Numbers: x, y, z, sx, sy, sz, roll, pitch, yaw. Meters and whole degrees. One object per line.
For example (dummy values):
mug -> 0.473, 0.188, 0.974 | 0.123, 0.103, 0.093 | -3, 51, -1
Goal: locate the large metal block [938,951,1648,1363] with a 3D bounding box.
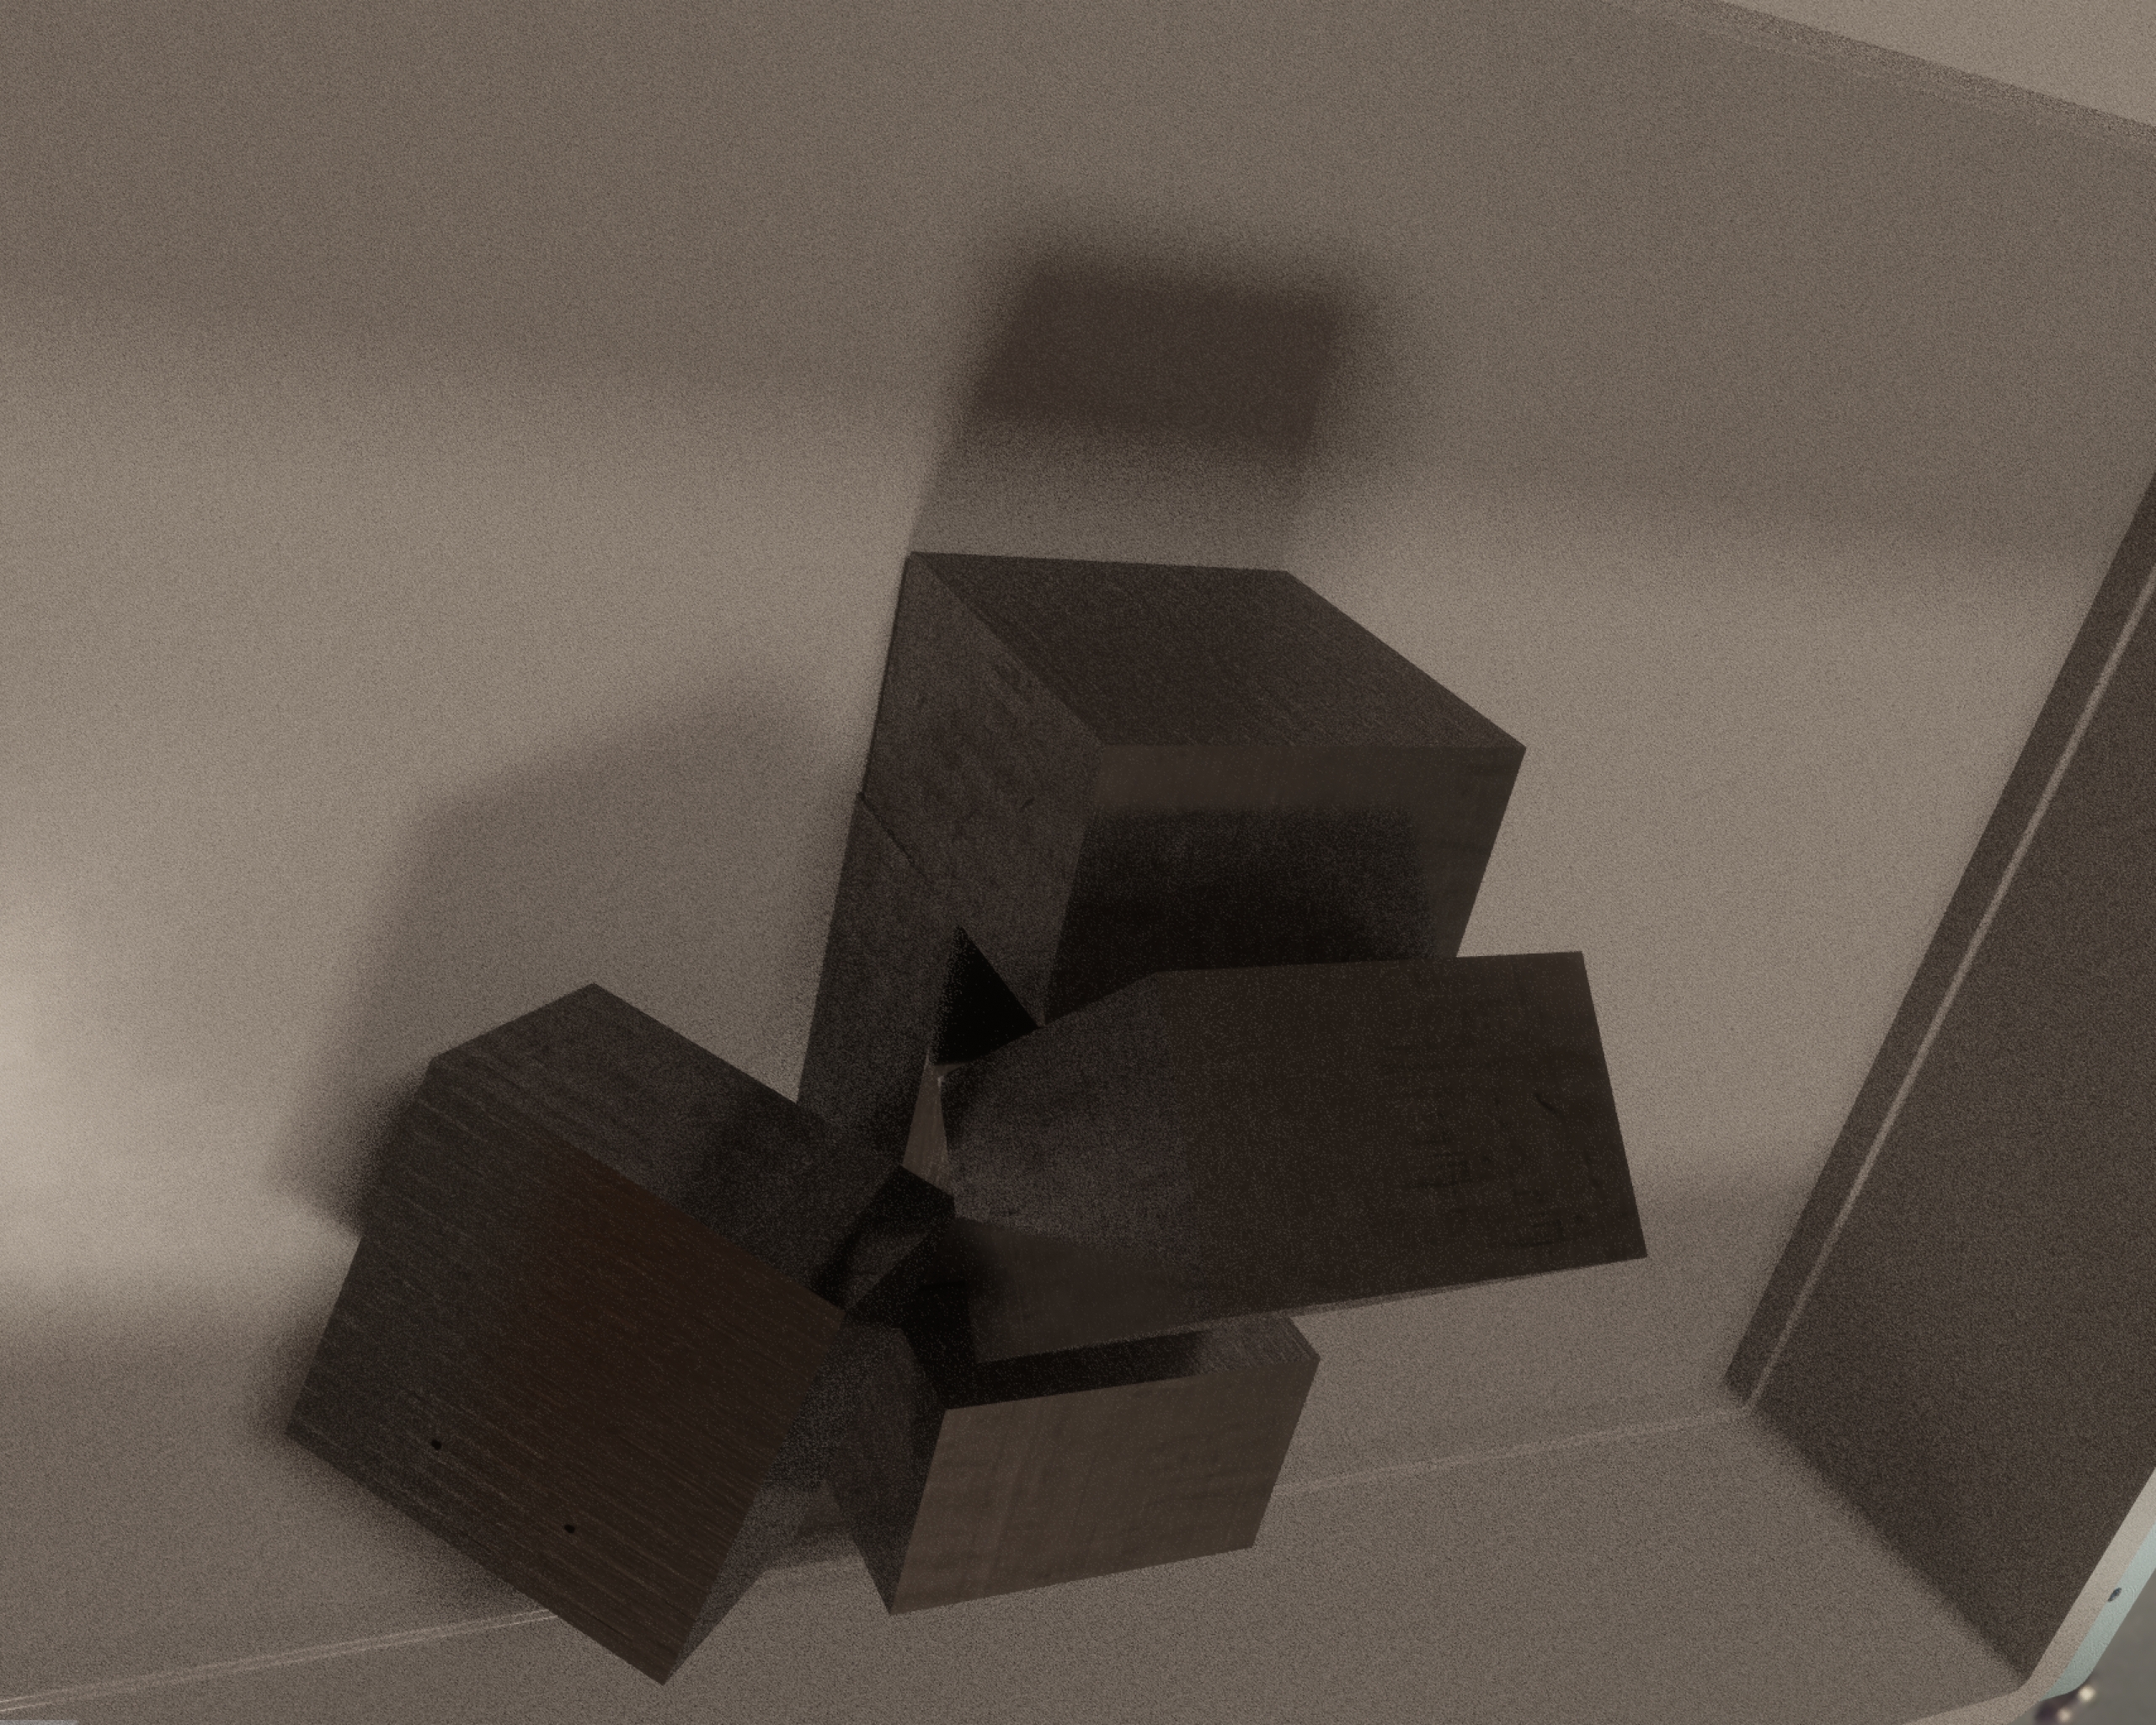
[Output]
large metal block -> 0.032, 0.050, 0.349 | 0.081, 0.080, 0.050 | -1, 74, -29

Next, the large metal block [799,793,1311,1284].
large metal block -> -0.005, 0.033, 0.412 | 0.081, 0.050, 0.079 | -1, 119, -29

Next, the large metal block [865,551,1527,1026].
large metal block -> 0.017, -0.016, 0.371 | 0.081, 0.080, 0.050 | -1, 119, -28

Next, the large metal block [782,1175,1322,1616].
large metal block -> -0.011, 0.099, 0.427 | 0.081, 0.080, 0.050 | 0, 118, -29

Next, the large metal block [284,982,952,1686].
large metal block -> -0.080, 0.080, 0.368 | 0.079, 0.080, 0.050 | -64, 169, 18
